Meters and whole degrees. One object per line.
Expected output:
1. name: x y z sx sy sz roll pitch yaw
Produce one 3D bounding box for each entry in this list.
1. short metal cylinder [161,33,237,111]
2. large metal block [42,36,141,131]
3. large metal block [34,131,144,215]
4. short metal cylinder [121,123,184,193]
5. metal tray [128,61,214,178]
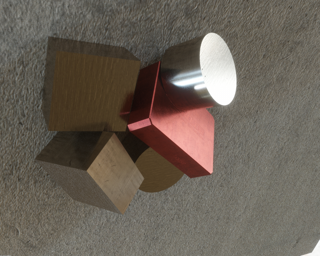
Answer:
1. short metal cylinder: 0.046 -0.062 0.354 0.080 0.050 0.080 12 74 -49
2. large metal block: -0.074 -0.043 0.322 0.081 0.050 0.079 1 118 -29
3. large metal block: -0.077 0.047 0.351 0.050 0.080 0.080 -59 139 -33
4. short metal cylinder: -0.008 0.039 0.413 0.081 0.050 0.079 -14 124 -21
5. metal tray: 0.021 -0.006 0.376 0.030 0.090 0.130 -17 139 33
